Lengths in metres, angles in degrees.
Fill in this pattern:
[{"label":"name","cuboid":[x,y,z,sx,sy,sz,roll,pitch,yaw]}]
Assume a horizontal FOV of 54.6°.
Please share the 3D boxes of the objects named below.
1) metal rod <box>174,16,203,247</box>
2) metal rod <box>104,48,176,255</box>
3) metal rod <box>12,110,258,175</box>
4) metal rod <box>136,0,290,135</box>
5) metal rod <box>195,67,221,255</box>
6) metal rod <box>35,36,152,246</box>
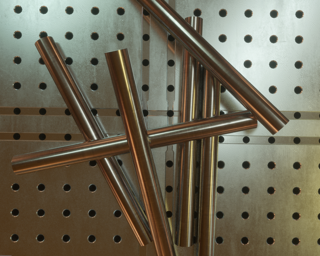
[{"label":"metal rod","cuboid":[0.038,0.005,0.413,0.025,0.025,0.298,3,90,0]},{"label":"metal rod","cuboid":[-0.016,0.057,0.372,0.025,0.025,0.298,-13,107,0]},{"label":"metal rod","cuboid":[-0.030,0.017,0.387,0.301,0.025,0.025,-11,90,0]},{"label":"metal rod","cuboid":[0.040,-0.108,0.387,0.025,0.025,0.300,-43,80,0]},{"label":"metal rod","cuboid":[0.064,0.063,0.413,0.025,0.025,0.298,2,90,0]},{"label":"metal rod","cuboid":[-0.085,0.017,0.412,0.025,0.025,0.299,-28,90,0]}]
